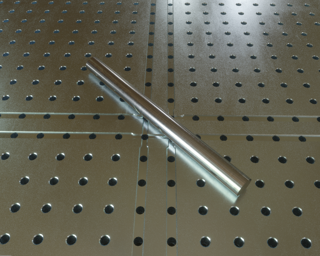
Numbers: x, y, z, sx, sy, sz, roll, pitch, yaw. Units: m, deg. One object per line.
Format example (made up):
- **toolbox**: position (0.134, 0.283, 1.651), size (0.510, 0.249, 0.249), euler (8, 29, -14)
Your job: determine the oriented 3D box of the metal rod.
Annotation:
- **metal rod**: position (-0.006, -0.017, 0.423), size (0.025, 0.025, 0.300), euler (-35, 58, -26)
